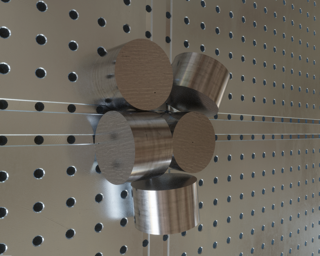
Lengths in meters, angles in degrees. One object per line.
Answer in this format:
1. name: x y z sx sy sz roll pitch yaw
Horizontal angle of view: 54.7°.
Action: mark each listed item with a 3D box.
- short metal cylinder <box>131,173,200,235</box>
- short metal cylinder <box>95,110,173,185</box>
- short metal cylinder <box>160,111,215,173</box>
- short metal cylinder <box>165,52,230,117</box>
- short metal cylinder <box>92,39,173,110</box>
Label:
1. short metal cylinder: 0.007 0.089 0.378 0.081 0.080 0.050 -8 96 -40
2. short metal cylinder: -0.031 0.020 0.348 0.050 0.080 0.079 -3 92 -41
3. short metal cylinder: 0.029 0.018 0.417 0.081 0.050 0.079 -1 91 -40
4. short metal cylinder: 0.046 -0.055 0.412 0.080 0.080 0.050 35 68 -35
5. short metal cylinder: -0.031 -0.060 0.366 0.081 0.050 0.079 0 91 -39
